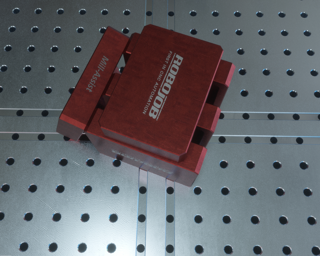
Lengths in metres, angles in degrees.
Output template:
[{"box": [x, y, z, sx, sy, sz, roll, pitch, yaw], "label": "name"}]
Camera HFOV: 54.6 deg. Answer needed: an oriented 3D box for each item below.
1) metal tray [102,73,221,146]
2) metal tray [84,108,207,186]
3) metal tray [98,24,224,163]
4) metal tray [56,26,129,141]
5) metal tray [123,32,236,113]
[{"box": [0.001, -0.015, 0.381, 0.130, 0.090, 0.030, 19, 70, 5], "label": "metal tray"}, {"box": [-0.016, 0.026, 0.367, 0.130, 0.090, 0.030, 20, 72, 7], "label": "metal tray"}, {"box": [0.004, -0.039, 0.327, 0.090, 0.030, 0.130, 20, 71, 7], "label": "metal tray"}, {"box": [-0.086, -0.053, 0.393, 0.030, 0.090, 0.130, 27, 71, -14], "label": "metal tray"}, {"box": [0.022, -0.067, 0.401, 0.130, 0.090, 0.030, 19, 72, 7], "label": "metal tray"}]
